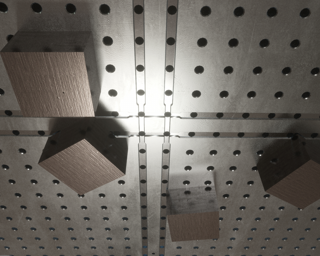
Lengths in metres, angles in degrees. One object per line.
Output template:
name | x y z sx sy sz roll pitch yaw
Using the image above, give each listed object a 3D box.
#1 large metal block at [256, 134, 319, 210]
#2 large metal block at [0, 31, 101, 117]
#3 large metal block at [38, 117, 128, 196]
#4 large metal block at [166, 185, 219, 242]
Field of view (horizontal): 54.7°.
large metal block | 0.206 0.066 0.455 0.080 0.050 0.080 27 125 -22
large metal block | -0.114 -0.059 0.343 0.081 0.050 0.079 0 130 -1
large metal block | -0.102 0.039 0.427 0.080 0.050 0.080 -27 126 20
large metal block | 0.055 0.145 0.520 0.080 0.050 0.080 -6 130 4
